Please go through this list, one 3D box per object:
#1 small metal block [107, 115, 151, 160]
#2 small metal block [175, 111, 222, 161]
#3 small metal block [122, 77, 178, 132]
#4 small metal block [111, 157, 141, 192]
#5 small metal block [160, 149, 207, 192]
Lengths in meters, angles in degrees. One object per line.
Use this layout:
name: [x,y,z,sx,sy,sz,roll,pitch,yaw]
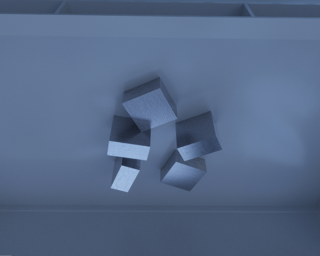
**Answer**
small metal block: [-0.039,0.012,0.402,0.050,0.050,0.025,9,130,-8]
small metal block: [0.049,0.010,0.401,0.050,0.050,0.025,-19,128,15]
small metal block: [-0.012,-0.028,0.385,0.050,0.025,0.050,-20,127,16]
small metal block: [-0.048,0.053,0.437,0.025,0.050,0.050,18,128,-14]
small metal block: [0.034,0.064,0.464,0.050,0.025,0.050,20,127,-17]
